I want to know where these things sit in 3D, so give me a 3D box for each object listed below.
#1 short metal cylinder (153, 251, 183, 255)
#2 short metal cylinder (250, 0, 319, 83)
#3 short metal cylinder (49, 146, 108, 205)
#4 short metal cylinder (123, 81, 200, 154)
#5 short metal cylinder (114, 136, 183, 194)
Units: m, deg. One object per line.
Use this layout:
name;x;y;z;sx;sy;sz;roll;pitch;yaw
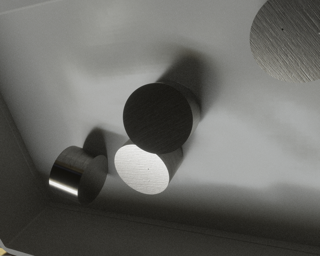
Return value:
short metal cylinder;0.014;0.259;0.527;0.080;0.080;0.050;-2;118;29
short metal cylinder;0.125;-0.086;0.273;0.080;0.050;0.079;13;124;20
short metal cylinder;-0.124;0.073;0.481;0.050;0.080;0.079;17;125;18
short metal cylinder;0.003;-0.014;0.365;0.080;0.050;0.079;3;102;15
short metal cylinder;-0.015;0.044;0.426;0.080;0.050;0.079;13;124;20
